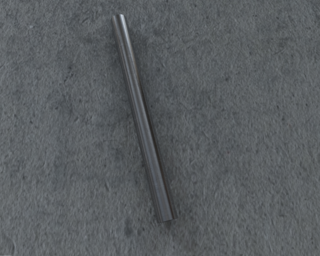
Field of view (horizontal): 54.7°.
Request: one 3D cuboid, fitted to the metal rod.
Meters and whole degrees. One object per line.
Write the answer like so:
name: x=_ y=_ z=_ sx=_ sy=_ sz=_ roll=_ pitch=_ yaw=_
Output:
metal rod: x=-0.027 y=-0.026 z=0.417 sx=0.025 sy=0.025 sz=0.299 roll=-13 pitch=71 yaw=-5
